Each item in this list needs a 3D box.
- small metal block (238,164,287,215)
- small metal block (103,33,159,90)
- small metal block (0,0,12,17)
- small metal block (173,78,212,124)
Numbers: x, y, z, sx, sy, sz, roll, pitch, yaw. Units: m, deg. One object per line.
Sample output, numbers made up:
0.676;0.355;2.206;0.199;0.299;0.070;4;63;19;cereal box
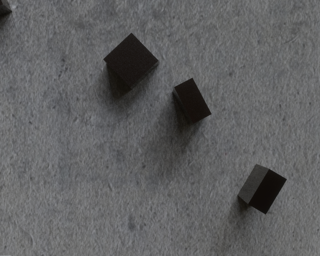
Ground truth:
0.130;0.077;0.399;0.025;0.050;0.050;31;90;0;small metal block
-0.037;-0.087;0.409;0.050;0.025;0.050;-44;91;0;small metal block
-0.233;-0.171;0.407;0.050;0.025;0.050;-23;90;-1;small metal block
0.040;-0.033;0.398;0.025;0.050;0.050;-28;90;0;small metal block
